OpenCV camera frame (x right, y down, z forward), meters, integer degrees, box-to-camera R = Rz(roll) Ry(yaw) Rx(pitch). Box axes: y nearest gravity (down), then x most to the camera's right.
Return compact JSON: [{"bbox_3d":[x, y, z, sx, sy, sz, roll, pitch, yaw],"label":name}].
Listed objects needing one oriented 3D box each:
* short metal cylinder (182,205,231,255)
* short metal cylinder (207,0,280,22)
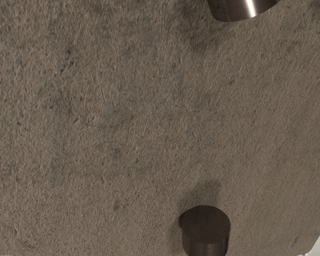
[{"bbox_3d":[0.078,0.179,0.527,0.081,0.080,0.050,-17,125,-19],"label":"short metal cylinder"},{"bbox_3d":[0.085,-0.156,0.323,0.080,0.080,0.050,-36,130,-4],"label":"short metal cylinder"}]
